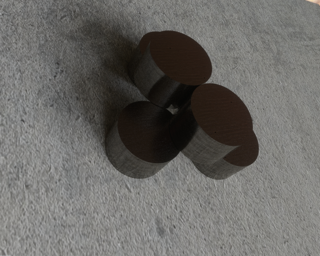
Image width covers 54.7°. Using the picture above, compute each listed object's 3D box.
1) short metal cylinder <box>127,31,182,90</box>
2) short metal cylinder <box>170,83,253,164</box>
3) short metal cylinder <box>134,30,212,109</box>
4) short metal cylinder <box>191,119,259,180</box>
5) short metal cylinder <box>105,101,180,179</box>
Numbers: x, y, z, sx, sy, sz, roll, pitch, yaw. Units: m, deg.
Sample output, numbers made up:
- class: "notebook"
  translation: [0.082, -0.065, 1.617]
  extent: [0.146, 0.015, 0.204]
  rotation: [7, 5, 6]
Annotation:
- class: "short metal cylinder"
  translation: [-0.001, -0.091, 0.444]
  extent: [0.081, 0.050, 0.080]
  rotation: [14, 56, -21]
- class: "short metal cylinder"
  translation: [0.058, -0.005, 0.358]
  extent: [0.081, 0.050, 0.080]
  rotation: [14, 56, -21]
- class: "short metal cylinder"
  translation: [0.015, -0.070, 0.375]
  extent: [0.081, 0.050, 0.080]
  rotation: [13, 56, -20]
- class: "short metal cylinder"
  translation: [0.085, 0.024, 0.419]
  extent: [0.081, 0.050, 0.080]
  rotation: [14, 56, -21]
- class: "short metal cylinder"
  translation: [-0.020, 0.015, 0.369]
  extent: [0.081, 0.050, 0.080]
  rotation: [14, 56, -21]
